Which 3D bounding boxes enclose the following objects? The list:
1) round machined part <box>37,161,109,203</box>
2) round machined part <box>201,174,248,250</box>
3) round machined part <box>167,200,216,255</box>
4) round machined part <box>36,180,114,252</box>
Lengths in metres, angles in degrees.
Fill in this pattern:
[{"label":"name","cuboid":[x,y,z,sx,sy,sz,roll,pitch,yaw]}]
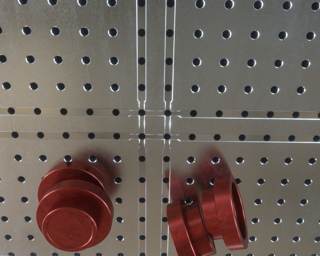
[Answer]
[{"label":"round machined part","cuboid":[-0.125,0.100,0.440,0.099,0.042,0.097,0,110,-1]},{"label":"round machined part","cuboid":[0.086,0.114,0.420,0.042,0.098,0.097,-14,110,19]},{"label":"round machined part","cuboid":[0.047,0.146,0.429,0.042,0.098,0.098,-21,109,7]},{"label":"round machined part","cuboid":[-0.112,0.120,0.402,0.099,0.042,0.097,0,110,-1]}]
